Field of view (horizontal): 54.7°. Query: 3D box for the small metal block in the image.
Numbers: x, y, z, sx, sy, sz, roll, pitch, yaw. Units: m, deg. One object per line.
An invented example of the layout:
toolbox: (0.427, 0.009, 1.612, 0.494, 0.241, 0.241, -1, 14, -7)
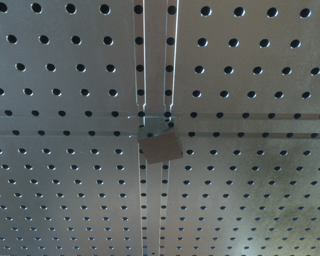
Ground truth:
small metal block: (0.001, 0.021, 0.429, 0.050, 0.025, 0.050, -13, 129, 10)
